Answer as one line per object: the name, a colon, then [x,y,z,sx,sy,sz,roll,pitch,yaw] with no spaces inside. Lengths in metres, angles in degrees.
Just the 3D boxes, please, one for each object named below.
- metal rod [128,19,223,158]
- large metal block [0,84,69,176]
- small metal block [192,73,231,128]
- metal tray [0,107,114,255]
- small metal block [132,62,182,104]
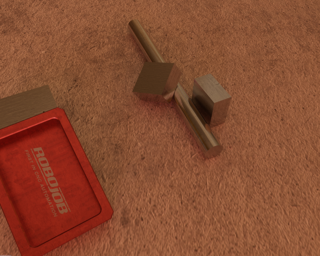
metal rod: [0.010,-0.077,0.468,0.025,0.025,0.300,-17,52,-14]
large metal block: [-0.162,0.001,0.384,0.081,0.050,0.080,-21,53,-17]
small metal block: [0.067,-0.036,0.418,0.025,0.050,0.050,-20,53,-16]
metal tray: [-0.116,0.054,0.318,0.091,0.030,0.130,-25,80,-19]
small metal block: [-0.004,-0.064,0.436,0.050,0.025,0.050,11,71,34]
